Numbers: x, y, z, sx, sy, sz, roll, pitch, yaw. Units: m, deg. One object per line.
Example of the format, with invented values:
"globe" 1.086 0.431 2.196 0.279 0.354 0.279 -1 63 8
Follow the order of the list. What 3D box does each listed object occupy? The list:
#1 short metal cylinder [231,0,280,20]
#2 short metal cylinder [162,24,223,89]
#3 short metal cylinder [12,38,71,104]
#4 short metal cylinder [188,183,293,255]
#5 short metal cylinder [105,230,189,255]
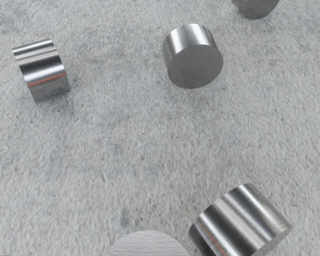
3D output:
"short metal cylinder" 0.182 -0.254 0.583 0.081 0.080 0.050 -20 53 -16
"short metal cylinder" 0.047 -0.104 0.456 0.081 0.080 0.050 -7 51 -6
"short metal cylinder" -0.164 -0.079 0.432 0.050 0.080 0.080 -23 54 -18
"short metal cylinder" 0.073 0.097 0.287 0.081 0.080 0.050 -26 55 -20
"short metal cylinder" -0.011 0.138 0.271 0.081 0.050 0.080 0 50 0
